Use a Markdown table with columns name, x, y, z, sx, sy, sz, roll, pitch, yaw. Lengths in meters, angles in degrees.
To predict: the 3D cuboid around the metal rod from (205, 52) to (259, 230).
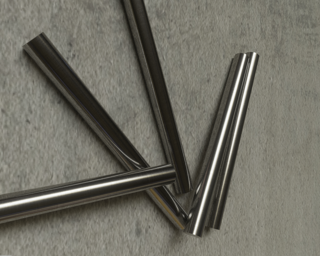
| name | x | y | z | sx | sy | sz | roll | pitch | yaw |
| --- | --- | --- | --- | --- | --- | --- | --- | --- | --- |
| metal rod | 0.120 | 0.013 | 0.508 | 0.025 | 0.025 | 0.299 | 27 | 73 | -37 |

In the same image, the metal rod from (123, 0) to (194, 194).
| name | x | y | z | sx | sy | sz | roll | pitch | yaw |
| --- | --- | --- | --- | --- | --- | --- | --- | --- | --- |
| metal rod | -0.004 | -0.053 | 0.403 | 0.025 | 0.025 | 0.298 | -26 | 106 | -37 |

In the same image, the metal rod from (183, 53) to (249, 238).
| name | x | y | z | sx | sy | sz | roll | pitch | yaw |
| --- | --- | --- | --- | --- | --- | --- | --- | --- | --- |
| metal rod | 0.090 | 0.011 | 0.465 | 0.025 | 0.025 | 0.300 | 37 | 62 | -34 |

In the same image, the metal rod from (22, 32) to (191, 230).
| name | x | y | z | sx | sy | sz | roll | pitch | yaw |
| --- | --- | --- | --- | --- | --- | --- | --- | --- | --- |
| metal rod | -0.046 | 0.023 | 0.367 | 0.025 | 0.025 | 0.299 | -51 | 120 | -28 |

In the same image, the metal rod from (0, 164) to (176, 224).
| name | x | y | z | sx | sy | sz | roll | pitch | yaw |
| --- | --- | --- | --- | --- | --- | --- | --- | --- | --- |
| metal rod | -0.112 | 0.069 | 0.294 | 0.303 | 0.025 | 0.025 | -6 | 94 | -35 |
